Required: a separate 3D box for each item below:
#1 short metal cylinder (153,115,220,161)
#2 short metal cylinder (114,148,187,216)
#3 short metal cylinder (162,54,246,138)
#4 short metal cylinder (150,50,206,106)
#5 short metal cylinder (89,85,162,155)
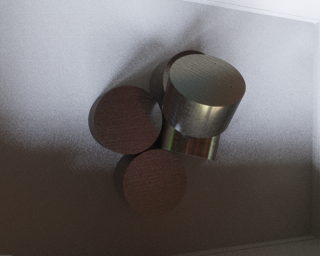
[{"bbox_3d":[0.035,0.009,0.394,0.081,0.080,0.050,14,85,-20],"label":"short metal cylinder"},{"bbox_3d":[-0.013,0.065,0.391,0.081,0.050,0.079,0,90,-21],"label":"short metal cylinder"},{"bbox_3d":[0.046,-0.036,0.339,0.081,0.050,0.080,6,50,-7],"label":"short metal cylinder"},{"bbox_3d":[0.033,-0.057,0.409,0.081,0.050,0.079,0,90,-21],"label":"short metal cylinder"},{"bbox_3d":[-0.044,-0.009,0.379,0.081,0.050,0.079,0,90,-21],"label":"short metal cylinder"}]
